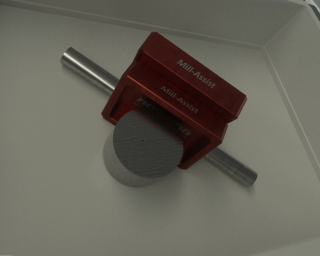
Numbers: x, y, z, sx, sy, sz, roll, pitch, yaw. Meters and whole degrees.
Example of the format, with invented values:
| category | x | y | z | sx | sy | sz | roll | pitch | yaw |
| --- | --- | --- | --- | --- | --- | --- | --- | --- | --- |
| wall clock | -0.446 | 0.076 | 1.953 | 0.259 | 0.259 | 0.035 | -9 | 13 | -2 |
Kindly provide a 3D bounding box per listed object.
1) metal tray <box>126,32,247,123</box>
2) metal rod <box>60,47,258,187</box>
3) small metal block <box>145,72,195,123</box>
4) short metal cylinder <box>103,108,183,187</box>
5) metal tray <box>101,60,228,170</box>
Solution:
| category | x | y | z | sx | sy | sz | roll | pitch | yaw |
| --- | --- | --- | --- | --- | --- | --- | --- | --- | --- |
| metal tray | 0.026 | -0.047 | 0.374 | 0.130 | 0.090 | 0.030 | 34 | 68 | -7 |
| metal rod | 0.003 | -0.011 | 0.415 | 0.301 | 0.025 | 0.025 | 34 | 51 | -6 |
| small metal block | 0.015 | -0.043 | 0.440 | 0.050 | 0.025 | 0.050 | 35 | 51 | -5 |
| short metal cylinder | -0.020 | 0.024 | 0.356 | 0.081 | 0.050 | 0.080 | 9 | 66 | -19 |
| metal tray | 0.003 | -0.010 | 0.371 | 0.130 | 0.090 | 0.030 | 34 | 51 | -7 |
